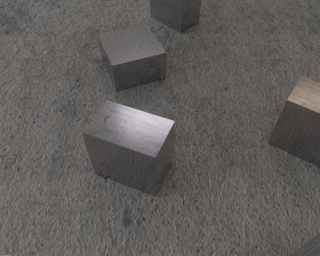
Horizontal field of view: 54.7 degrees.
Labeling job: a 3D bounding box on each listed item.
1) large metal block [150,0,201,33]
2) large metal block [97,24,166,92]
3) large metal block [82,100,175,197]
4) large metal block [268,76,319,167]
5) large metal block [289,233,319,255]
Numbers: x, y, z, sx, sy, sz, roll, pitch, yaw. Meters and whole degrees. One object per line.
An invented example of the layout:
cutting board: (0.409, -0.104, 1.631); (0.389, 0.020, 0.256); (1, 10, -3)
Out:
large metal block: (0.028, -0.233, 0.563); (0.050, 0.080, 0.080); (-37, 59, -27)
large metal block: (-0.043, -0.109, 0.478); (0.081, 0.050, 0.080); (-17, 52, -14)
large metal block: (-0.031, 0.024, 0.347); (0.080, 0.080, 0.050); (18, 52, 14)
large metal block: (0.188, -0.004, 0.372); (0.080, 0.080, 0.050); (28, 56, 21)
large metal block: (0.131, 0.151, 0.261); (0.081, 0.050, 0.080); (-25, 55, -20)
